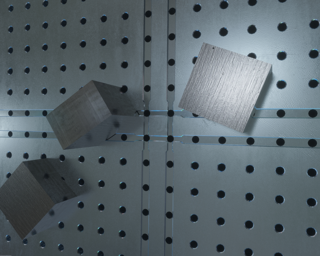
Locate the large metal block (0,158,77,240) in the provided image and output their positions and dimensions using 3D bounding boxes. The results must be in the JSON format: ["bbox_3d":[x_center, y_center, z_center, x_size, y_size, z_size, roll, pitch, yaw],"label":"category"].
[{"bbox_3d":[-0.188,0.104,0.467,0.080,0.050,0.080,-47,76,14],"label":"large metal block"}]

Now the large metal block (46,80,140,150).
[{"bbox_3d":[-0.087,-0.015,0.415,0.080,0.080,0.050,-34,79,17],"label":"large metal block"}]

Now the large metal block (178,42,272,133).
[{"bbox_3d":[0.079,-0.047,0.372,0.080,0.050,0.080,24,98,18],"label":"large metal block"}]
